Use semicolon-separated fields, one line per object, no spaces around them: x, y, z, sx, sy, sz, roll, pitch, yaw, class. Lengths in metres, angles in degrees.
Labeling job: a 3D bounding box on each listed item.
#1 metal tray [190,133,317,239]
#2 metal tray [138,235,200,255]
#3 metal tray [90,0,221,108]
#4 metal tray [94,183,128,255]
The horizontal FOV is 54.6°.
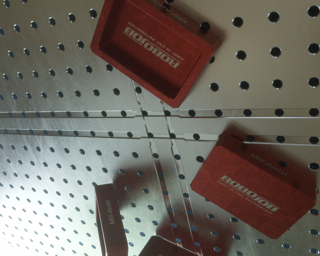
0.114;0.075;0.394;0.130;0.030;0.089;31;128;8;metal tray
0.026;0.235;0.498;0.130;0.090;0.030;20;114;16;metal tray
-0.009;-0.094;0.355;0.130;0.030;0.089;35;129;4;metal tray
-0.080;0.164;0.496;0.030;0.130;0.089;-6;126;-17;metal tray
